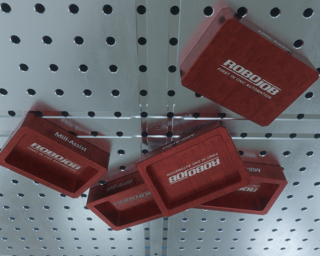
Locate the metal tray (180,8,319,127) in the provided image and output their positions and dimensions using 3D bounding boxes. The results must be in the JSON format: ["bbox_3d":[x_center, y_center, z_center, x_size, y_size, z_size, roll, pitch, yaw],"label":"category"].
[{"bbox_3d":[0.100,-0.063,0.355,0.131,0.030,0.090,24,126,-19],"label":"metal tray"}]

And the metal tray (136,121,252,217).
[{"bbox_3d":[0.045,0.057,0.425,0.130,0.030,0.090,-25,101,12],"label":"metal tray"}]

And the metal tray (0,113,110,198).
[{"bbox_3d":[-0.151,0.045,0.444,0.130,0.030,0.090,33,123,-25],"label":"metal tray"}]

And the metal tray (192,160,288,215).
[{"bbox_3d":[0.119,0.094,0.488,0.131,0.030,0.089,7,130,-7],"label":"metal tray"}]

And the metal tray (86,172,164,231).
[{"bbox_3d":[-0.042,0.119,0.508,0.130,0.030,0.090,-22,127,17],"label":"metal tray"}]
